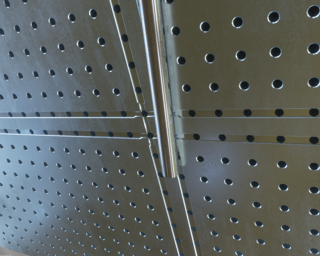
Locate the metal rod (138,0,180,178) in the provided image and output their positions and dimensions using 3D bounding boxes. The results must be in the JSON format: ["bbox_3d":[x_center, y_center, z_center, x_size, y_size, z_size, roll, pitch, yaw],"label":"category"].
[{"bbox_3d":[-0.001,-0.066,0.371,0.025,0.025,0.298,7,122,25],"label":"metal rod"}]
